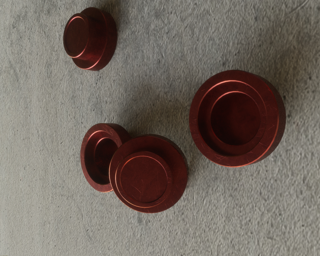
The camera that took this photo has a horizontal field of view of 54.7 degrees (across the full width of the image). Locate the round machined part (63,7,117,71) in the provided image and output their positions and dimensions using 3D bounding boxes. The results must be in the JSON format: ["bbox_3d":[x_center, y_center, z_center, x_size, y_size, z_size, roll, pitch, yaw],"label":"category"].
[{"bbox_3d":[-0.116,-0.142,0.490,0.098,0.042,0.097,0,90,40],"label":"round machined part"}]

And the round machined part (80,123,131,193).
[{"bbox_3d":[-0.069,0.042,0.451,0.098,0.042,0.097,0,90,40],"label":"round machined part"}]

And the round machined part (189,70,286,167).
[{"bbox_3d":[0.083,-0.010,0.326,0.098,0.042,0.097,0,90,40],"label":"round machined part"}]

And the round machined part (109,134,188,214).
[{"bbox_3d":[-0.016,0.058,0.379,0.098,0.042,0.097,1,96,10],"label":"round machined part"}]
